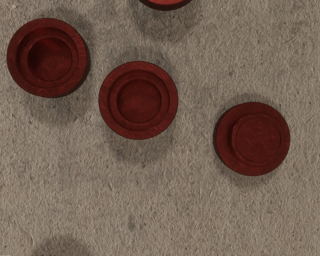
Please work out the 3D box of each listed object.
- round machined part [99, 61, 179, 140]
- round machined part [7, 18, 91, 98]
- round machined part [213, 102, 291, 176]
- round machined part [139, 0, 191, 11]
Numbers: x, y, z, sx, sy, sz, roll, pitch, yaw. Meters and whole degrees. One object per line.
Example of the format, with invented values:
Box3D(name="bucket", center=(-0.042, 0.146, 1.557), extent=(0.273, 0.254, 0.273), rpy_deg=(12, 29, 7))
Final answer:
Box3D(name="round machined part", center=(-0.026, -0.034, 0.401), extent=(0.099, 0.042, 0.097), rpy_deg=(0, 90, -1))
Box3D(name="round machined part", center=(-0.139, -0.087, 0.400), extent=(0.099, 0.042, 0.097), rpy_deg=(0, 90, -1))
Box3D(name="round machined part", center=(0.122, 0.015, 0.403), extent=(0.099, 0.042, 0.097), rpy_deg=(0, 90, -1))
Box3D(name="round machined part", center=(0.007, -0.200, 0.401), extent=(0.099, 0.042, 0.097), rpy_deg=(0, 90, -1))
